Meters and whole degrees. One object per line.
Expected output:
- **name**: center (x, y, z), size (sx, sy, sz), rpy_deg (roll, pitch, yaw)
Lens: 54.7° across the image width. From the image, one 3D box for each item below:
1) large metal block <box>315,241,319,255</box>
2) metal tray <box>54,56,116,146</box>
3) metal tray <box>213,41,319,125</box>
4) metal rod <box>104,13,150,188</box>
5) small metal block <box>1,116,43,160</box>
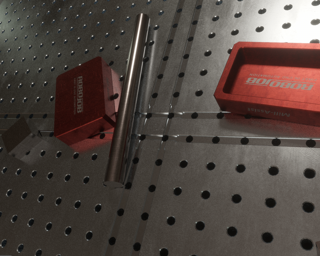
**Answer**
- **large metal block**: center (0.174, 0.119, 0.228), size (0.080, 0.050, 0.080), rpy_deg (-21, 54, 15)
- **metal tray**: center (-0.121, -0.046, 0.495), size (0.090, 0.030, 0.130), rpy_deg (-22, 54, 14)
- **metal tray**: center (0.140, -0.057, 0.365), size (0.130, 0.030, 0.090), rpy_deg (12, 67, 32)
- **metal rod**: center (-0.044, -0.059, 0.465), size (0.025, 0.025, 0.299), rpy_deg (-8, 58, 24)
- **small metal block**: center (-0.231, 0.016, 0.517), size (0.050, 0.025, 0.050), rpy_deg (-42, 51, -1)
